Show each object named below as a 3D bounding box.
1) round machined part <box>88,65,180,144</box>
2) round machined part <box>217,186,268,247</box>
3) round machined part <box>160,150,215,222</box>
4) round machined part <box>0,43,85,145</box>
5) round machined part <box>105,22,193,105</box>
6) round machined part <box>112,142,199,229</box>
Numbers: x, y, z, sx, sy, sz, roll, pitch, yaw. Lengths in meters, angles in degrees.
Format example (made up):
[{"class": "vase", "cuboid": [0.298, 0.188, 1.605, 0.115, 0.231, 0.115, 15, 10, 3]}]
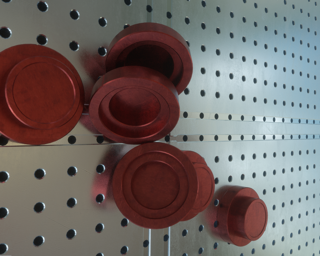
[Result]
[{"class": "round machined part", "cuboid": [-0.028, -0.029, 0.350, 0.098, 0.098, 0.042, 39, 31, -33]}, {"class": "round machined part", "cuboid": [0.143, 0.148, 0.517, 0.099, 0.042, 0.097, 0, 90, -40]}, {"class": "round machined part", "cuboid": [0.038, 0.080, 0.429, 0.099, 0.042, 0.097, 0, 90, -40]}, {"class": "round machined part", "cuboid": [-0.118, -0.032, 0.299, 0.099, 0.042, 0.097, 0, 90, -40]}, {"class": "round machined part", "cuboid": [-0.013, -0.077, 0.362, 0.098, 0.098, 0.042, 40, 30, -33]}, {"class": "round machined part", "cuboid": [-0.005, 0.069, 0.371, 0.099, 0.042, 0.098, 0, 76, -1]}]
